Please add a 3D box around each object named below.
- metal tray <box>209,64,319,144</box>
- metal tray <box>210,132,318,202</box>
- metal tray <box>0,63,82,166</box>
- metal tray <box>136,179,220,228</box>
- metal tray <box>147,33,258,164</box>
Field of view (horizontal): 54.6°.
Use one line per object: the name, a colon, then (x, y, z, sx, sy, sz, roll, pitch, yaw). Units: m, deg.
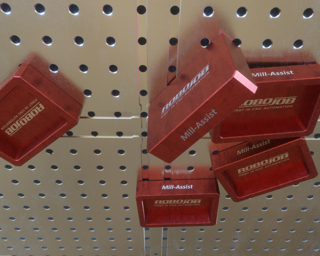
metal tray: (0.127, -0.027, 0.377, 0.131, 0.030, 0.090, -5, 131, -2)
metal tray: (0.152, 0.056, 0.456, 0.130, 0.030, 0.090, -24, 127, 18)
metal tray: (-0.177, -0.011, 0.397, 0.130, 0.030, 0.090, -32, 123, 24)
metal tray: (0.029, 0.127, 0.515, 0.131, 0.030, 0.090, -2, 130, 1)
metal tray: (0.038, -0.032, 0.341, 0.030, 0.090, 0.129, 32, 123, -24)
